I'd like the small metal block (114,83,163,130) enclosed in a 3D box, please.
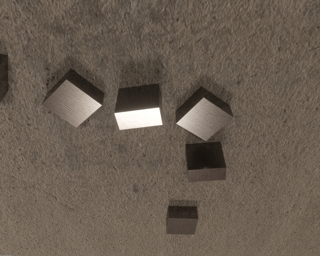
[{"bbox_3d":[-0.024,-0.026,0.368,0.050,0.050,0.025,-7,130,5],"label":"small metal block"}]

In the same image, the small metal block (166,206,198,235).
[{"bbox_3d":[0.038,0.163,0.547,0.050,0.025,0.050,3,130,-3],"label":"small metal block"}]

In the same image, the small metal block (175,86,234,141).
[{"bbox_3d":[0.056,-0.017,0.394,0.050,0.025,0.050,30,124,-24],"label":"small metal block"}]

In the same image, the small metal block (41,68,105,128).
[{"bbox_3d":[-0.104,-0.035,0.376,0.050,0.025,0.050,-37,122,26],"label":"small metal block"}]

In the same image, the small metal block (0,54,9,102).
[{"bbox_3d":[-0.204,-0.062,0.352,0.050,0.025,0.050,13,129,-11],"label":"small metal block"}]

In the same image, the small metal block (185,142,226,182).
[{"bbox_3d":[0.063,0.047,0.432,0.050,0.050,0.025,-4,130,3],"label":"small metal block"}]
